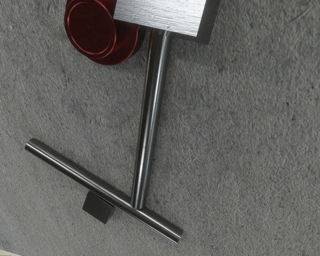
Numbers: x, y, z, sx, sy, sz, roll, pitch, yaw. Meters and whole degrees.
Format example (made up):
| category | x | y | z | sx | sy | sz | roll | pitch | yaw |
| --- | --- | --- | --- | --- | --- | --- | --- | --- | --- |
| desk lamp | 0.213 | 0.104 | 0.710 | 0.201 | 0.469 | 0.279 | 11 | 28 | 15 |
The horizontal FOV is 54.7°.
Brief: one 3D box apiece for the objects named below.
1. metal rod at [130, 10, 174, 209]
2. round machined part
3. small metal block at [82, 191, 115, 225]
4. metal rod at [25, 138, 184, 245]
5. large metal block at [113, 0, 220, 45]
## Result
| category | x | y | z | sx | sy | sz | roll | pitch | yaw |
| --- | --- | --- | --- | --- | --- | --- | --- | --- | --- |
| metal rod | -0.015 | -0.001 | 0.412 | 0.025 | 0.025 | 0.298 | 20 | 126 | 16 |
| round machined part | -0.070 | -0.119 | 0.357 | 0.098 | 0.042 | 0.097 | 13 | 124 | 20 |
| small metal block | -0.104 | 0.134 | 0.542 | 0.050 | 0.025 | 0.050 | 32 | 128 | 7 |
| metal rod | -0.097 | 0.103 | 0.519 | 0.301 | 0.025 | 0.025 | 30 | 128 | 8 |
| large metal block | 0.012 | -0.128 | 0.286 | 0.080 | 0.050 | 0.079 | 18 | 102 | 17 |
